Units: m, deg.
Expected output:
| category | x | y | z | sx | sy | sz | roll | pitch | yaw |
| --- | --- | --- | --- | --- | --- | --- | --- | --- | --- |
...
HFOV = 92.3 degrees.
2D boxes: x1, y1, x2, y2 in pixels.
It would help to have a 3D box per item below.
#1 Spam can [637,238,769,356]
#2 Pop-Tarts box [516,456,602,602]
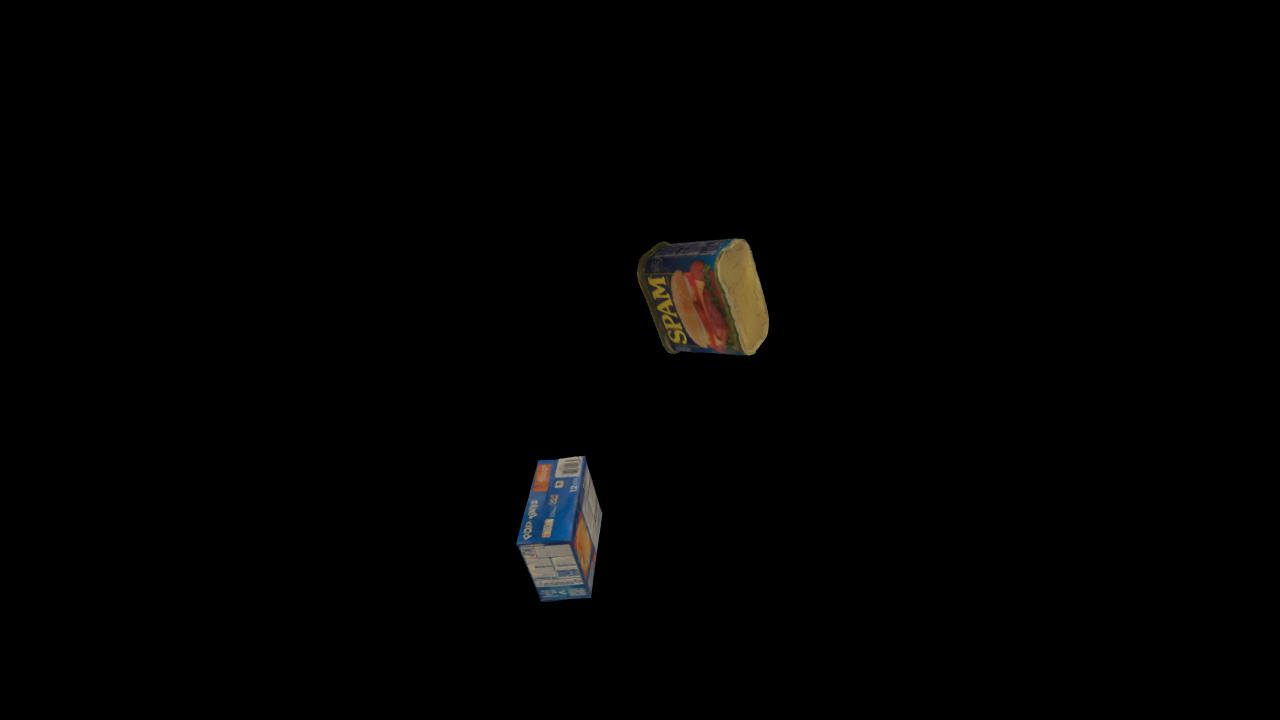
| category | x | y | z | sx | sy | sz | roll | pitch | yaw |
| --- | --- | --- | --- | --- | --- | --- | --- | --- | --- |
| Spam can | 0.057 | -0.053 | 0.534 | 0.085 | 0.101 | 0.058 | 5 | 38 | 41 |
| Pop-Tarts box | -0.119 | 0.260 | 0.956 | 0.083 | 0.141 | 0.167 | -6 | 36 | 9 |
